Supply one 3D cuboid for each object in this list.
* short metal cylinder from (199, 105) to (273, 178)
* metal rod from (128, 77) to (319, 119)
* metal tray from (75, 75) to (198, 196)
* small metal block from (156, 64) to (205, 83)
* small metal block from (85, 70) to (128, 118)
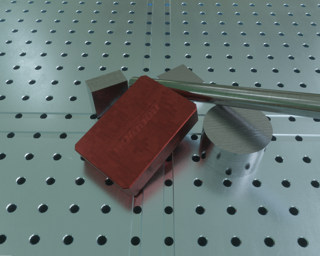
[{"bbox_3d":[0.091,0.014,0.381,0.081,0.050,0.080,0,50,0],"label":"short metal cylinder"},{"bbox_3d":[0.079,-0.039,0.372,0.300,0.025,0.025,12,48,37],"label":"metal rod"},{"bbox_3d":[-0.026,0.005,0.378,0.090,0.030,0.130,33,72,24],"label":"metal tray"},{"bbox_3d":[0.030,-0.064,0.461,0.050,0.025,0.050,-29,56,-23],"label":"small metal block"},{"bbox_3d":[-0.071,-0.047,0.430,0.050,0.050,0.025,-22,54,-18],"label":"small metal block"}]
